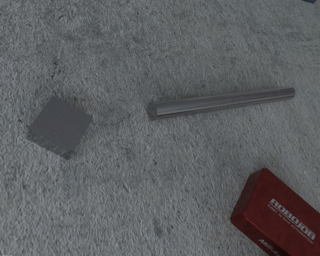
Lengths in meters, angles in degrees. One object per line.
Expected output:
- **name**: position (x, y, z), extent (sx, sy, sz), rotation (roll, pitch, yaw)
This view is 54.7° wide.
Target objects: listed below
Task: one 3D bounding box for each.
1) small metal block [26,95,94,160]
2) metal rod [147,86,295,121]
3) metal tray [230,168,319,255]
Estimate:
- **small metal block**: position (-0.111, 0.000, 0.345), extent (0.050, 0.025, 0.050), rotation (29, 52, -10)
- **metal rod**: position (0.115, -0.043, 0.494), extent (0.303, 0.025, 0.025), rotation (-10, 67, -33)
- **metal tray**: position (0.166, 0.128, 0.414), extent (0.130, 0.030, 0.090), rotation (41, 51, -1)
